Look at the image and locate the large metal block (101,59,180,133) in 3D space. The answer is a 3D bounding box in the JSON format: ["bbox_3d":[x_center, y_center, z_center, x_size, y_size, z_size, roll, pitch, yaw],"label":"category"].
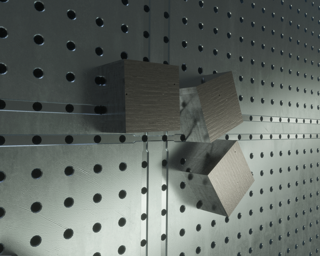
[{"bbox_3d":[-0.023,-0.036,0.376,0.081,0.050,0.079,-3,92,-40],"label":"large metal block"}]

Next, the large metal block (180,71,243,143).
[{"bbox_3d":[0.071,-0.032,0.455,0.081,0.050,0.080,-27,107,-37],"label":"large metal block"}]

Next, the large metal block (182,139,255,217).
[{"bbox_3d":[0.091,0.073,0.472,0.080,0.050,0.080,-43,116,-32],"label":"large metal block"}]
